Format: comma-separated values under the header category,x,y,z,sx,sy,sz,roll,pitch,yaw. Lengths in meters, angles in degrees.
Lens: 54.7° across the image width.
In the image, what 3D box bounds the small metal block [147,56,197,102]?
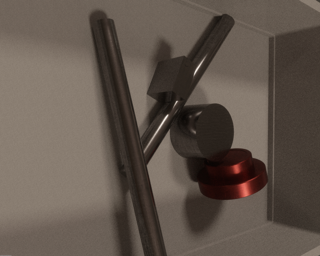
category,x,y,z,sx,sy,sz,roll,pitch,yaw
small metal block,0.015,-0.063,0.405,0.025,0.050,0.050,30,71,-37

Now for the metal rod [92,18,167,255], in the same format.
category,x,y,z,sx,sy,sz,roll,pitch,yaw
metal rod,-0.032,0.025,0.354,0.025,0.025,0.298,-13,90,-40

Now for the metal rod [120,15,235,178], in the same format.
category,x,y,z,sx,sy,sz,roll,pitch,yaw
metal rod,0.035,-0.057,0.438,0.025,0.025,0.300,48,62,-30

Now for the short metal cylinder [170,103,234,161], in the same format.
category,x,y,z,sx,sy,sz,roll,pitch,yaw
short metal cylinder,0.061,0.006,0.444,0.081,0.050,0.079,0,90,-40

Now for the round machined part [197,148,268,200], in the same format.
category,x,y,z,sx,sy,sz,roll,pitch,yaw
round machined part,0.101,0.061,0.447,0.099,0.098,0.042,-25,106,-38
